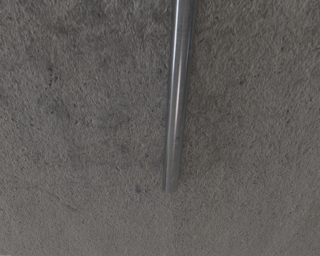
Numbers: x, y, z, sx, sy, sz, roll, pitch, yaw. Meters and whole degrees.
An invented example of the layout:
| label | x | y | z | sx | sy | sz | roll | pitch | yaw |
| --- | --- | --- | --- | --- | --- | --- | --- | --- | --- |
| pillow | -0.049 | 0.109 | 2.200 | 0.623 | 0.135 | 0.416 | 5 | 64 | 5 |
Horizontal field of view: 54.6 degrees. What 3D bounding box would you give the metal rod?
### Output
| label | x | y | z | sx | sy | sz | roll | pitch | yaw |
| --- | --- | --- | --- | --- | --- | --- | --- | --- | --- |
| metal rod | 0.021 | -0.021 | 0.388 | 0.025 | 0.025 | 0.298 | 1 | 130 | -1 |
